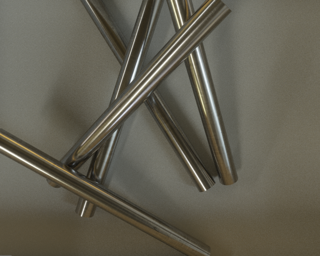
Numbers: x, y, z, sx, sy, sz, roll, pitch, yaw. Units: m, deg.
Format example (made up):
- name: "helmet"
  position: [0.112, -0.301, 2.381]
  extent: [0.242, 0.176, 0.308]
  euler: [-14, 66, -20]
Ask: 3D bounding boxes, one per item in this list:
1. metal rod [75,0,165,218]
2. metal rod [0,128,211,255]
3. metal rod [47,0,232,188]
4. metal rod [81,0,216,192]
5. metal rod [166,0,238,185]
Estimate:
- name: "metal rod"
  position: [-0.052, -0.027, 0.391]
  extent: [0.025, 0.025, 0.298]
  euler: [19, 97, -1]
- name: "metal rod"
  position: [-0.065, 0.090, 0.384]
  extent: [0.301, 0.025, 0.025]
  euler: [32, 90, -11]
- name: "metal rod"
  position: [-0.041, -0.024, 0.350]
  extent: [0.025, 0.025, 0.299]
  euler: [46, 114, -1]
- name: "metal rod"
  position: [-0.016, -0.048, 0.411]
  extent: [0.025, 0.025, 0.299]
  euler: [-32, 90, 0]
- name: "metal rod"
  position: [0.046, -0.059, 0.352]
  extent: [0.025, 0.025, 0.298]
  euler: [-20, 115, 0]
